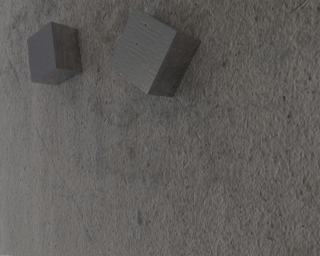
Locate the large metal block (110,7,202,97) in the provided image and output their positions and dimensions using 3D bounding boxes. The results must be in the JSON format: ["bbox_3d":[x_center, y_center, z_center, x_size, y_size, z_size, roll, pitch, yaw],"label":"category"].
[{"bbox_3d":[-0.008,-0.095,0.395,0.080,0.050,0.080,41,115,32],"label":"large metal block"}]

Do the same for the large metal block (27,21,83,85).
[{"bbox_3d":[-0.185,-0.127,0.542,0.080,0.050,0.080,-15,81,39],"label":"large metal block"}]
